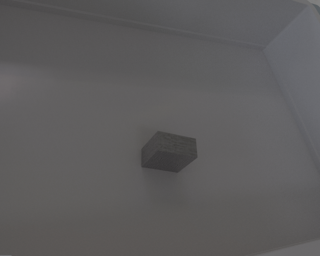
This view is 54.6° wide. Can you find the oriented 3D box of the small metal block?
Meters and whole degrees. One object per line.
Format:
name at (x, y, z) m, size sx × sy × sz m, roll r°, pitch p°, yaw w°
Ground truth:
small metal block at (0.010, 0.030, 0.376) m, size 0.050 × 0.050 × 0.025 m, roll 12°, pitch 57°, yaw -22°
